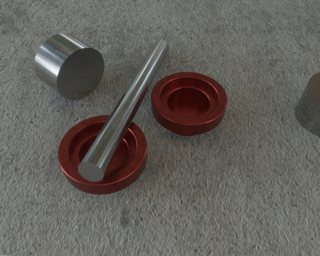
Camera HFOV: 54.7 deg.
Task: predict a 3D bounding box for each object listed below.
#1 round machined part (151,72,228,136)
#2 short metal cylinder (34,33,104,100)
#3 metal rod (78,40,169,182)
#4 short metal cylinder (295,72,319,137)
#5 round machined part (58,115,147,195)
[{"bbox_3d":[0.038,-0.028,0.416,0.099,0.042,0.098,0,50,0],"label":"round machined part"},{"bbox_3d":[-0.127,-0.086,0.438,0.050,0.080,0.080,35,58,25],"label":"short metal cylinder"},{"bbox_3d":[-0.030,-0.048,0.401,0.025,0.025,0.301,10,38,8],"label":"metal rod"},{"bbox_3d":[0.232,-0.031,0.416,0.081,0.050,0.080,0,50,0],"label":"short metal cylinder"},{"bbox_3d":[-0.064,0.034,0.362,0.099,0.042,0.098,0,50,0],"label":"round machined part"}]
